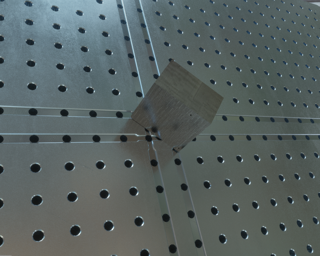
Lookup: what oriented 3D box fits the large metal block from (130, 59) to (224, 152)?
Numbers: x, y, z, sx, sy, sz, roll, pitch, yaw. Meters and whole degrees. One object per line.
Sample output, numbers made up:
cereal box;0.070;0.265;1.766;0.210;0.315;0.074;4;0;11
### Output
large metal block;0.020;-0.026;0.399;0.080;0.080;0.050;36;51;-5
